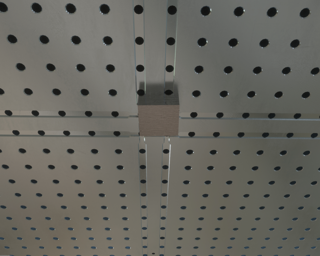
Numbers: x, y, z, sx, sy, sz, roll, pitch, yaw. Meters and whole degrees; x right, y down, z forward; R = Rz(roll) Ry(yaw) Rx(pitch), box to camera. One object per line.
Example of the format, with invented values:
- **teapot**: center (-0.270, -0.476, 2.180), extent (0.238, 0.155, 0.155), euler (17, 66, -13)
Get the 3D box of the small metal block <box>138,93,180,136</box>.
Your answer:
- **small metal block**: center (-0.002, -0.017, 0.398), extent (0.050, 0.025, 0.050), euler (-1, 130, 0)
